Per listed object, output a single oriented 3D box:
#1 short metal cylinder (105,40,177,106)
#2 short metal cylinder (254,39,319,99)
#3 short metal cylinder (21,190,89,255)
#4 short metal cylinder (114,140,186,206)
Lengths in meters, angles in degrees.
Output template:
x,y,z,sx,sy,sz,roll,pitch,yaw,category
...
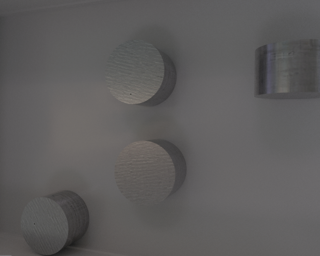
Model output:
x,y,z,sx,sy,sz,roll,pitch,yaw,category
-0.024,-0.069,0.406,0.080,0.050,0.080,0,90,20,short metal cylinder
0.143,-0.059,0.331,0.080,0.080,0.050,1,91,20,short metal cylinder
-0.152,0.135,0.451,0.080,0.050,0.080,0,90,20,short metal cylinder
-0.011,0.055,0.401,0.080,0.050,0.080,0,90,20,short metal cylinder
